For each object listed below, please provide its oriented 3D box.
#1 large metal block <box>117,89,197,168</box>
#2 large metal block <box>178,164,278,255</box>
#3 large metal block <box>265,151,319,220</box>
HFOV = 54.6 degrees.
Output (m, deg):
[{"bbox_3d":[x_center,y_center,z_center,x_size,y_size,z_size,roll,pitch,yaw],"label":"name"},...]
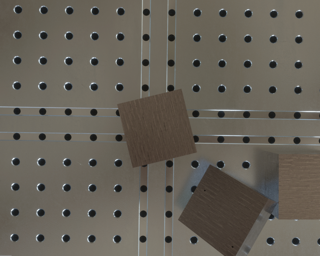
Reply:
[{"bbox_3d":[-0.003,0.000,0.401,0.080,0.050,0.080,-14,90,0],"label":"large metal block"},{"bbox_3d":[0.083,0.103,0.383,0.080,0.050,0.080,30,90,35],"label":"large metal block"},{"bbox_3d":[0.185,0.071,0.402,0.080,0.050,0.080,0,90,0],"label":"large metal block"}]
